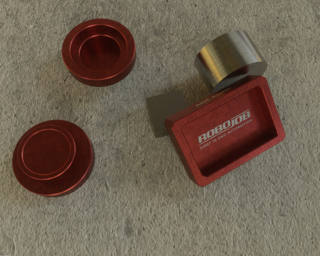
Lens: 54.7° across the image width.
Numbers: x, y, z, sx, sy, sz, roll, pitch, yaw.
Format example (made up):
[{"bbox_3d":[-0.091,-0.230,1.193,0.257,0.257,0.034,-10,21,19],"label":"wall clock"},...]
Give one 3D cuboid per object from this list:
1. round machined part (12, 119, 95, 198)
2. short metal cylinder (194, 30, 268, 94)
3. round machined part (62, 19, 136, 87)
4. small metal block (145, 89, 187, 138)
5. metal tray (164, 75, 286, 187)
[{"bbox_3d":[-0.134,0.034,0.385,0.099,0.042,0.098,0,70,-1],"label":"round machined part"},{"bbox_3d":[0.093,-0.083,0.410,0.080,0.080,0.050,-22,72,-8],"label":"short metal cylinder"},{"bbox_3d":[-0.083,-0.101,0.435,0.099,0.042,0.098,0,70,-1],"label":"round machined part"},{"bbox_3d":[0.011,-0.019,0.415,0.050,0.025,0.050,-14,71,-6],"label":"small metal block"},{"bbox_3d":[0.082,0.002,0.381,0.131,0.030,0.090,-28,107,-10],"label":"metal tray"}]
